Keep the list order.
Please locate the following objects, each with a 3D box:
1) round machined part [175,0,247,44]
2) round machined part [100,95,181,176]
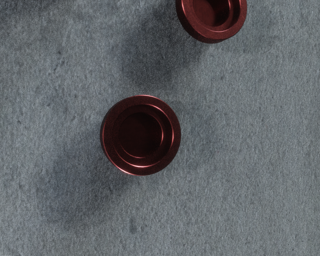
[{"bbox_3d":[0.066,-0.164,0.425,0.099,0.042,0.097,0,90,-21],"label":"round machined part"},{"bbox_3d":[-0.027,0.009,0.391,0.099,0.042,0.097,0,90,-21],"label":"round machined part"}]
